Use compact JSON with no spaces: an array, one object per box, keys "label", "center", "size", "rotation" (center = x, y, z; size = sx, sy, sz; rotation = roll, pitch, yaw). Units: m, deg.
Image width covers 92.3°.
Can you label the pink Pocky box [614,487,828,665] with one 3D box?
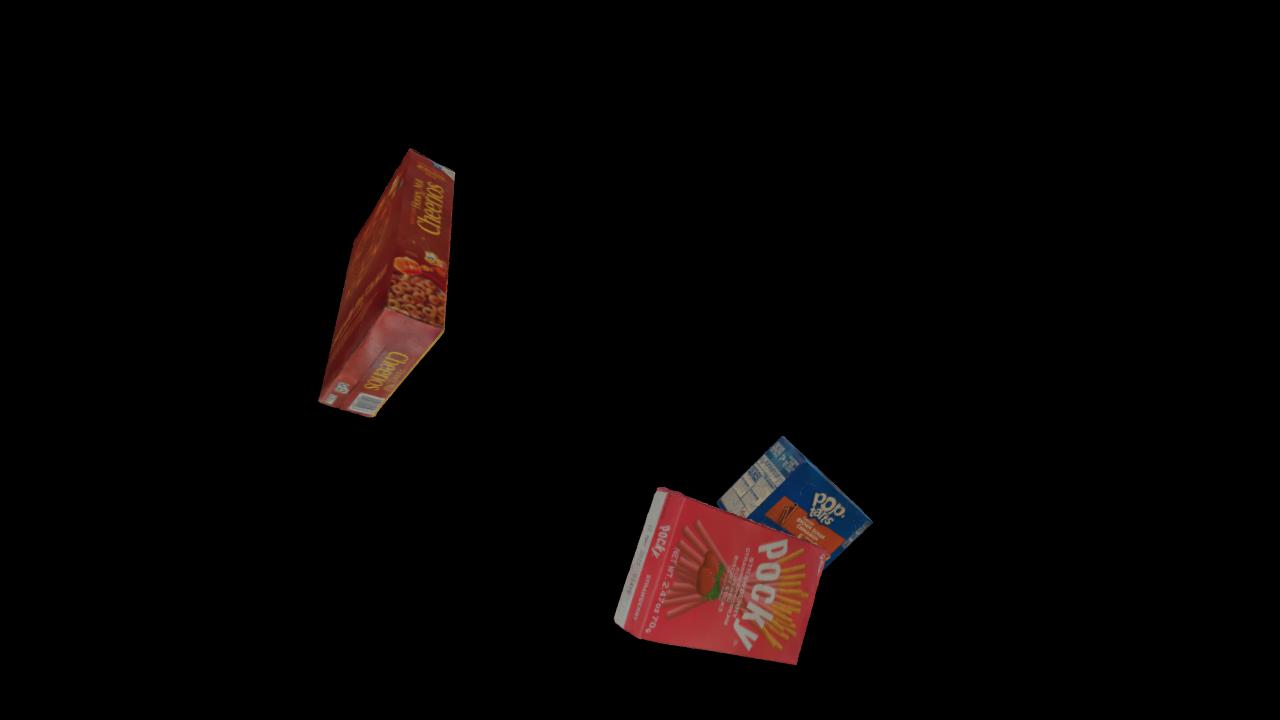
[{"label":"pink Pocky box","center":[0.060,0.144,0.400],"size":[0.155,0.084,0.029],"rotation":[28,-14,-35]}]

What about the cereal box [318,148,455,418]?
[{"label":"cereal box","center":[-0.325,-0.106,0.808],"size":[0.081,0.306,0.203],"rotation":[23,-50,-35]}]

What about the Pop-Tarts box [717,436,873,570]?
[{"label":"Pop-Tarts box","center":[0.223,0.221,0.890],"size":[0.167,0.141,0.083],"rotation":[42,6,-23]}]
